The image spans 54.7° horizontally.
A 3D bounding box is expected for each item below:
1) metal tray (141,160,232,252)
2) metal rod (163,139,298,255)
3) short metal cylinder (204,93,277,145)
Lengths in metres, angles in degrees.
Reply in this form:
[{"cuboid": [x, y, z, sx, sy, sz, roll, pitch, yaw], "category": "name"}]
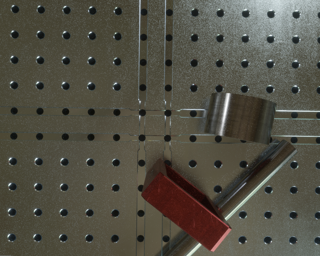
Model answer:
[{"cuboid": [0.026, 0.081, 0.361, 0.090, 0.130, 0.030, 39, 90, -1], "category": "metal tray"}, {"cuboid": [0.066, 0.129, 0.414, 0.300, 0.025, 0.025, -44, 91, -1], "category": "metal rod"}, {"cuboid": [0.099, -0.011, 0.387, 0.080, 0.080, 0.050, 11, 90, -1], "category": "short metal cylinder"}]
